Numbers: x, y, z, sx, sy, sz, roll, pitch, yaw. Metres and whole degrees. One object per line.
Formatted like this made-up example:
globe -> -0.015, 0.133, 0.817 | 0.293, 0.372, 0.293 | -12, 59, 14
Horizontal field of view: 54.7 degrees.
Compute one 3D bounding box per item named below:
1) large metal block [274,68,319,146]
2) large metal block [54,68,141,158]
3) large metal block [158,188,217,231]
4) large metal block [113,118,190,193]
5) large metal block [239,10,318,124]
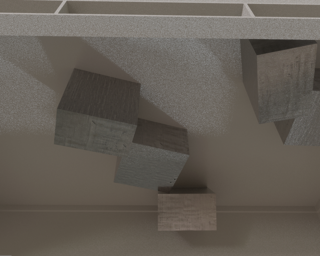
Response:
large metal block -> 0.194, -0.024, 0.374 | 0.081, 0.050, 0.079 | 2, 130, -2
large metal block -> -0.069, -0.018, 0.356 | 0.081, 0.080, 0.050 | 12, 129, -10
large metal block -> 0.038, 0.119, 0.467 | 0.081, 0.080, 0.050 | 0, 85, 0
large metal block -> -0.013, 0.038, 0.425 | 0.081, 0.050, 0.079 | 13, 129, -11
large metal block -> 0.117, -0.063, 0.320 | 0.050, 0.080, 0.080 | -10, 130, 8
